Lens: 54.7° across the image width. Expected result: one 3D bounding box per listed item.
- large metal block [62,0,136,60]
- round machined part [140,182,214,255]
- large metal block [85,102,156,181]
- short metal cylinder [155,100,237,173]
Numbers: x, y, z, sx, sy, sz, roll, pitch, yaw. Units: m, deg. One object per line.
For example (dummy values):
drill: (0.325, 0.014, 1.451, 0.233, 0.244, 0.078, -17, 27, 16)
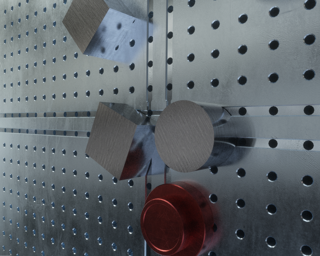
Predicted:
large metal block: (-0.095, -0.165, 0.472, 0.080, 0.050, 0.080, -50, 61, 28)
round machined part: (0.014, 0.119, 0.387, 0.098, 0.042, 0.097, 0, 90, 40)
large metal block: (-0.053, 0.016, 0.437, 0.080, 0.050, 0.079, 31, 109, 36)
short metal cylinder: (0.041, 0.009, 0.360, 0.080, 0.050, 0.080, 0, 90, 40)
